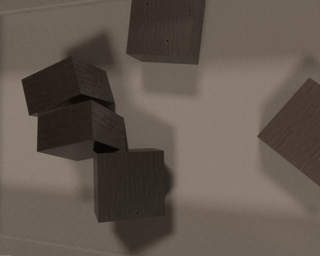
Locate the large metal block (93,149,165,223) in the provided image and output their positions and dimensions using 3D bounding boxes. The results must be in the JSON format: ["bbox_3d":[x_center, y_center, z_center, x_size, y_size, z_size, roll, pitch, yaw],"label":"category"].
[{"bbox_3d":[-0.040,0.068,0.390,0.081,0.050,0.079,-1,90,-17],"label":"large metal block"}]

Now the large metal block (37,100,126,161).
[{"bbox_3d":[-0.101,0.007,0.410,0.080,0.080,0.050,-12,71,19],"label":"large metal block"}]

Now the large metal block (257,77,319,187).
[{"bbox_3d":[0.166,0.004,0.339,0.080,0.050,0.080,42,103,15],"label":"large metal block"}]

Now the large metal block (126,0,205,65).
[{"bbox_3d":[0.008,-0.127,0.394,0.080,0.050,0.079,7,92,19],"label":"large metal block"}]

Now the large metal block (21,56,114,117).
[{"bbox_3d":[-0.122,-0.049,0.421,0.080,0.080,0.050,-19,80,18],"label":"large metal block"}]
